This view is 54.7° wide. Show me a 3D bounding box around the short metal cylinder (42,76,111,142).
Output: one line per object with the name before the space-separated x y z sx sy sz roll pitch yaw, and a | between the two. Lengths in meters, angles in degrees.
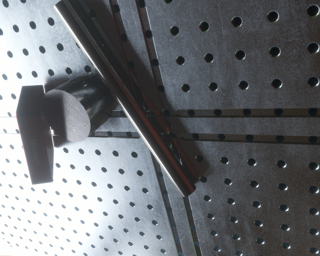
short metal cylinder | -0.118 -0.027 0.440 0.080 0.050 0.079 13 124 21

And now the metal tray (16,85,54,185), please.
metal tray | -0.188 0.010 0.475 0.030 0.090 0.129 -6 124 -14

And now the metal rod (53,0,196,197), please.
metal rod | -0.039 -0.031 0.412 0.025 0.025 0.299 -24 106 36
